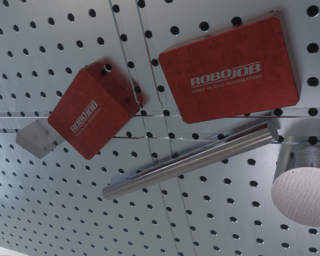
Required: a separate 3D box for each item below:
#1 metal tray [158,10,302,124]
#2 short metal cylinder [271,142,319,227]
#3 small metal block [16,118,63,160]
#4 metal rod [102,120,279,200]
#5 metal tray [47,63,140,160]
[{"bbox_3d":[0.073,-0.059,0.333,0.130,0.030,0.090,-10,114,32],"label":"metal tray"},{"bbox_3d":[0.169,0.062,0.344,0.080,0.050,0.079,13,124,21],"label":"short metal cylinder"},{"bbox_3d":[-0.198,0.017,0.509,0.050,0.050,0.025,33,129,7],"label":"small metal block"},{"bbox_3d":[0.019,0.057,0.435,0.299,0.025,0.025,-27,104,37],"label":"metal rod"},{"bbox_3d":[-0.100,-0.019,0.448,0.090,0.030,0.129,45,129,-4],"label":"metal tray"}]
